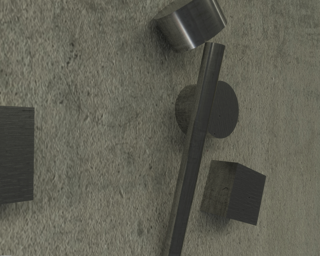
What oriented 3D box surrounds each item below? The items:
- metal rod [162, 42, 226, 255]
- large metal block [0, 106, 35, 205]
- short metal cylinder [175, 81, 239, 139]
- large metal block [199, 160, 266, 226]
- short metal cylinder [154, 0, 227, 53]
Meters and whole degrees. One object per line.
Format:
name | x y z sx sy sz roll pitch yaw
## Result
metal rod | 0.040 0.044 0.396 0.025 0.025 0.298 4 100 -40
large metal block | -0.155 0.022 0.259 0.081 0.050 0.080 1 90 -40
short metal cylinder | 0.068 -0.025 0.445 0.081 0.050 0.080 0 90 -40
large metal block | 0.116 0.101 0.486 0.080 0.050 0.080 25 74 -37
short metal cylinder | 0.039 -0.141 0.401 0.080 0.080 0.050 -49 119 -29
